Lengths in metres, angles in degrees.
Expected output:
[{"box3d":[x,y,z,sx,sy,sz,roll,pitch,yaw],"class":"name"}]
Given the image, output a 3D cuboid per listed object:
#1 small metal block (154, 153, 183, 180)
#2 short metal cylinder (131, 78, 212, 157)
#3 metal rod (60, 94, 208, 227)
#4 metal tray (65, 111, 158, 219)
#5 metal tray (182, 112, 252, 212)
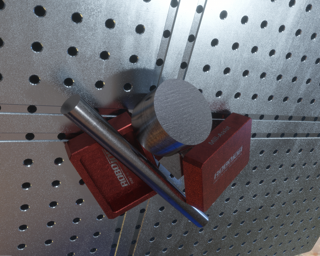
[{"box3d":[0.010,0.035,0.417,0.025,0.050,0.050,-42,130,0],"class":"small metal block"},{"box3d":[0.014,-0.011,0.364,0.081,0.080,0.050,8,156,-32],"class":"short metal cylinder"},{"box3d":[-0.011,0.062,0.400,0.025,0.025,0.300,-42,130,0],"class":"metal rod"},{"box3d":[-0.053,0.053,0.406,0.090,0.030,0.129,-28,128,-11],"class":"metal tray"},{"box3d":[0.086,0.046,0.446,0.131,0.030,0.089,-37,134,-36],"class":"metal tray"}]
